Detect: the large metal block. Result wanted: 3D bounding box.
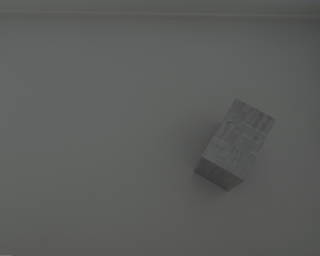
[{"bbox_3d":[0.086,0.024,0.373,0.050,0.080,0.080,30,73,10],"label":"large metal block"}]
